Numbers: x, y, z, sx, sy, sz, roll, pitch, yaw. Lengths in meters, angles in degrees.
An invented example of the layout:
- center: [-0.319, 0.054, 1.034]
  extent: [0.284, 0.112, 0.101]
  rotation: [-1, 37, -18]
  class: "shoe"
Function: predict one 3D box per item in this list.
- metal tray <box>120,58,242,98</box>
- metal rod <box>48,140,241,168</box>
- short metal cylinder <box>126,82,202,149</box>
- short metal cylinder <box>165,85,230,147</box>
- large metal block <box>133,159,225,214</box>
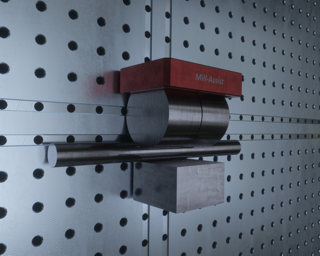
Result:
- center: [0.028, -0.056, 0.386]
  extent: [0.131, 0.090, 0.030]
  rotation: [1, 89, -40]
  class: "metal tray"
- center: [0.007, 0.030, 0.410]
  extent: [0.302, 0.025, 0.025]
  rotation: [1, 90, -40]
  class: "metal rod"
- center: [0.003, -0.016, 0.373]
  extent: [0.050, 0.080, 0.079]
  rotation: [1, 90, -40]
  class: "short metal cylinder"
- center: [0.043, -0.015, 0.406]
  extent: [0.050, 0.080, 0.080]
  rotation: [2, 89, -40]
  class: "short metal cylinder"
- center: [0.023, 0.067, 0.388]
  extent: [0.081, 0.080, 0.050]
  rotation: [1, 90, -40]
  class: "large metal block"
